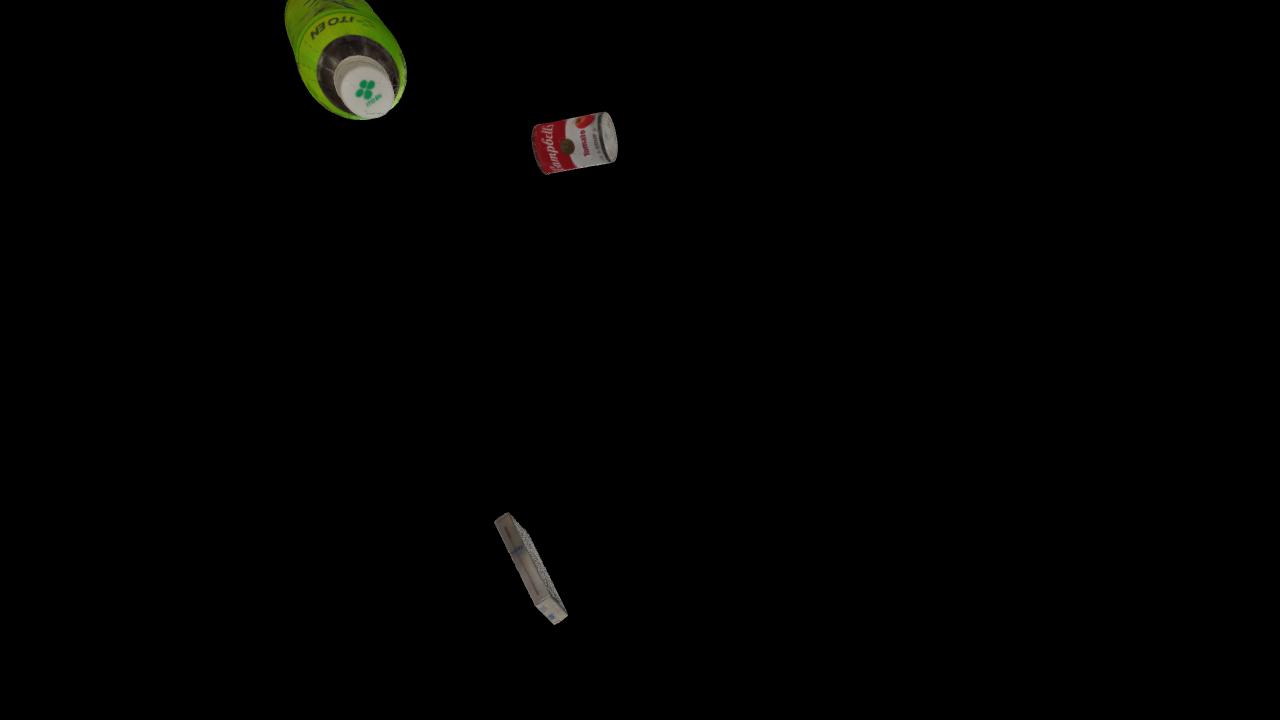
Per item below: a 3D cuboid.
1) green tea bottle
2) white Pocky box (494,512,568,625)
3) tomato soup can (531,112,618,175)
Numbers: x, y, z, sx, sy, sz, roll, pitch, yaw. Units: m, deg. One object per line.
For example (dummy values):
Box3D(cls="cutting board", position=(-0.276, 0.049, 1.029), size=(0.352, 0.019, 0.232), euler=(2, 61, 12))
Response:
Box3D(cls="green tea bottle", position=(-0.211, -0.219, 0.443), size=(0.073, 0.073, 0.212), euler=(0, 37, -34))
Box3D(cls="white Pocky box", position=(-0.156, 0.298, 0.884), size=(0.028, 0.084, 0.154), euler=(-32, 48, -10))
Box3D(cls="tomato soup can", position=(-0.088, -0.295, 0.841), size=(0.101, 0.068, 0.068), euler=(-4, -1, 16))
